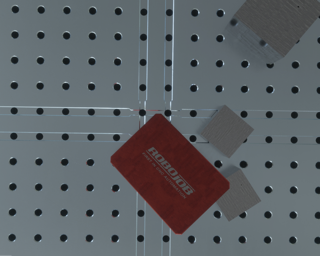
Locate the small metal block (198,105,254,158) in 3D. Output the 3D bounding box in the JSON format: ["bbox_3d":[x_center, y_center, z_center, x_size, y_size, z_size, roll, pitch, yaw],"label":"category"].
[{"bbox_3d":[0.087,0.005,0.415,0.050,0.025,0.050,41,90,-1],"label":"small metal block"}]

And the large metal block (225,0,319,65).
[{"bbox_3d":[0.146,-0.142,0.403,0.080,0.050,0.080,40,90,-1],"label":"large metal block"}]

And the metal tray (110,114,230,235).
[{"bbox_3d":[0.012,0.057,0.398,0.090,0.030,0.130,-44,78,-1],"label":"metal tray"}]

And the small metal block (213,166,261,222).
[{"bbox_3d":[0.097,0.087,0.415,0.050,0.025,0.050,-33,90,-1],"label":"small metal block"}]
